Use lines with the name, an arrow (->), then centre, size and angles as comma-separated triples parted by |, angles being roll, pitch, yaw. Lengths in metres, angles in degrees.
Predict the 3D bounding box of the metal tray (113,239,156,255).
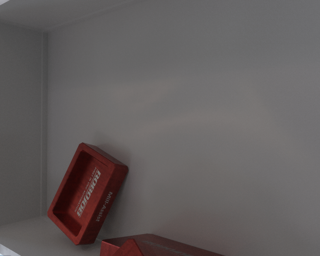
metal tray -> -0.019, 0.175, 0.267 | 0.090, 0.030, 0.130 | -47, 42, 0

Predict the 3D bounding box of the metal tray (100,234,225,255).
metal tray -> 0.005, 0.155, 0.358 | 0.130, 0.091, 0.030 | 0, 81, 40

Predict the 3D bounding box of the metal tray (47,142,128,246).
metal tray -> -0.113, 0.098, 0.475 | 0.090, 0.030, 0.129 | 26, 91, 37
